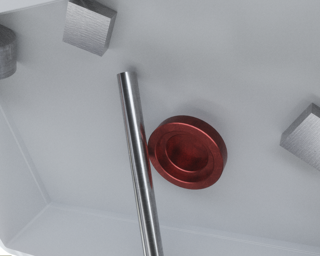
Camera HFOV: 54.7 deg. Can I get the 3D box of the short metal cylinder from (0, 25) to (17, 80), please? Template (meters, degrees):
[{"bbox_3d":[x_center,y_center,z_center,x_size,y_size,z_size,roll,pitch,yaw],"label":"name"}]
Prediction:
[{"bbox_3d":[-0.245,-0.108,0.433,0.080,0.080,0.050,27,128,11],"label":"short metal cylinder"}]

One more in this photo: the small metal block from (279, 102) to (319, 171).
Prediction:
[{"bbox_3d":[0.165,0.010,0.328,0.050,0.025,0.050,34,129,5],"label":"small metal block"}]

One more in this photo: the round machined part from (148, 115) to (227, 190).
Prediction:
[{"bbox_3d":[0.037,0.027,0.394,0.098,0.042,0.097,13,124,20],"label":"round machined part"}]

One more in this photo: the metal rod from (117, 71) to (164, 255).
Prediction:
[{"bbox_3d":[-0.020,0.079,0.389,0.025,0.025,0.298,-9,90,31],"label":"metal rod"}]

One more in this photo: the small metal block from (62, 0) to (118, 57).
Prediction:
[{"bbox_3d":[-0.084,-0.121,0.369,0.050,0.025,0.050,21,128,-4],"label":"small metal block"}]
